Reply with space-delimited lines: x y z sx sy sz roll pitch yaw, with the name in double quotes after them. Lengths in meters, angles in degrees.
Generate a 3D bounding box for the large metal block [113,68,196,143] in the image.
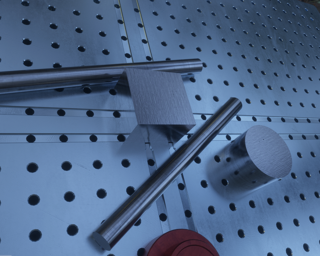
-0.009 -0.028 0.406 0.081 0.050 0.080 0 62 -29 "large metal block"

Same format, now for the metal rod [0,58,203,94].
-0.062 -0.074 0.420 0.303 0.025 0.025 -12 68 -33 "metal rod"

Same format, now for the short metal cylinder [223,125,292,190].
0.139 0.042 0.444 0.081 0.050 0.080 14 56 -21 "short metal cylinder"

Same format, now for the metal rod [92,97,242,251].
0.031 0.037 0.403 0.025 0.025 0.302 47 51 4 "metal rod"

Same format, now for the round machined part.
0.029 0.154 0.320 0.099 0.042 0.098 14 56 -21 "round machined part"
